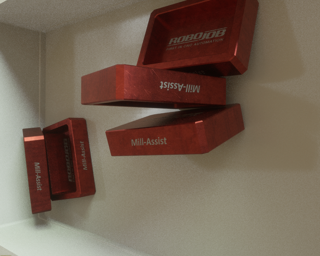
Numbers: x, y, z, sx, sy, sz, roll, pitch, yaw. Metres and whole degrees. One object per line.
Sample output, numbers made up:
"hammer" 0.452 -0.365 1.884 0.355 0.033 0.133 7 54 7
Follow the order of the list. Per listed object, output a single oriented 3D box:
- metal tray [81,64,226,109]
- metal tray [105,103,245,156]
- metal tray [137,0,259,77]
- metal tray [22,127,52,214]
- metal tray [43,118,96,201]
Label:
"metal tray" -0.006 -0.039 0.329 0.090 0.131 0.030 1 91 55
"metal tray" 0.015 0.003 0.347 0.130 0.091 0.030 -5 101 39
"metal tray" 0.038 -0.102 0.351 0.130 0.030 0.090 1 71 39
"metal tray" -0.214 0.070 0.536 0.090 0.030 0.129 -158 64 -63
"metal tray" -0.158 0.055 0.530 0.090 0.030 0.129 -16 80 38
